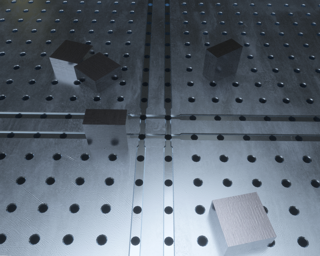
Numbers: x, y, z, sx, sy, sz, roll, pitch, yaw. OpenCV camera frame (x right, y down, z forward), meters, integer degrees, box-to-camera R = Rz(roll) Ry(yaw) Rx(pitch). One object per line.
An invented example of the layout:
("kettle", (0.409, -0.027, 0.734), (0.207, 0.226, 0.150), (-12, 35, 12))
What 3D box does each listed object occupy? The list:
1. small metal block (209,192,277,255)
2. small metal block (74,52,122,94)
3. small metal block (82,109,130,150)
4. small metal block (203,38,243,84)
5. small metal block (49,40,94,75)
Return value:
("small metal block", (0.085, 0.099, 0.325), (0.050, 0.025, 0.050), (-9, 51, -8))
("small metal block", (-0.095, -0.086, 0.479), (0.050, 0.025, 0.050), (35, 58, 25))
("small metal block", (-0.065, 0.002, 0.388), (0.050, 0.050, 0.025), (1, 50, 0))
("small metal block", (0.096, -0.104, 0.480), (0.050, 0.050, 0.025), (-27, 56, -21))
("small metal block", (-0.141, -0.114, 0.502), (0.050, 0.025, 0.050), (15, 52, 12))
